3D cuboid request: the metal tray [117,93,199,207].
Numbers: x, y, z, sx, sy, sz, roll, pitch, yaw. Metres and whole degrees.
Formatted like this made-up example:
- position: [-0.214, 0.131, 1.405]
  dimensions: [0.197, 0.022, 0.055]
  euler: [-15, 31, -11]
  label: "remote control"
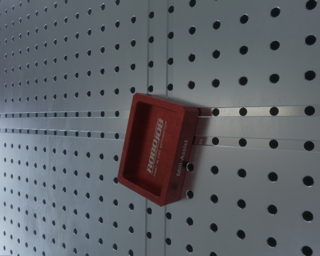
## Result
- position: [-0.006, 0.026, 0.411]
  dimensions: [0.090, 0.030, 0.129]
  euler: [20, 103, 38]
  label: "metal tray"
